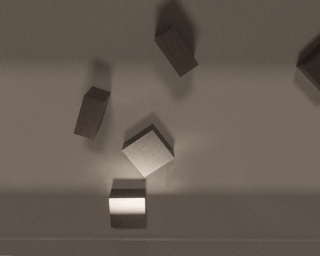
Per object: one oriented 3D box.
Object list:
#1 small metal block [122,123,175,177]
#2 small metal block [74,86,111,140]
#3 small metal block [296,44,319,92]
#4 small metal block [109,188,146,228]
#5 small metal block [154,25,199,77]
[{"bbox_3d":[-0.016,0.031,0.422,0.050,0.025,0.050,-34,107,11],"label":"small metal block"},{"bbox_3d":[-0.084,-0.020,0.389,0.025,0.050,0.050,18,109,-7],"label":"small metal block"},{"bbox_3d":[0.210,-0.077,0.386,0.050,0.025,0.050,41,105,-14],"label":"small metal block"},{"bbox_3d":[-0.046,0.117,0.454,0.050,0.025,0.050,-1,110,-1],"label":"small metal block"},{"bbox_3d":[0.018,-0.092,0.364,0.025,0.050,0.050,-34,107,11],"label":"small metal block"}]
